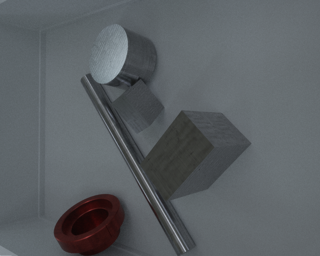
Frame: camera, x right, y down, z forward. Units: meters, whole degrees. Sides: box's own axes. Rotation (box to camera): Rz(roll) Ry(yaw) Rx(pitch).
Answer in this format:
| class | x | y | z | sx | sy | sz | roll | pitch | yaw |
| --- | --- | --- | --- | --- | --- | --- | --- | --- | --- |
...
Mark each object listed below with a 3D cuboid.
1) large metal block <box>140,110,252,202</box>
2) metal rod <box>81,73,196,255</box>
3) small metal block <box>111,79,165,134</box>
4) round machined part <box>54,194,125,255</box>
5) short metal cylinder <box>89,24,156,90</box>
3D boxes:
| class | x | y | z | sx | sy | sz | roll | pitch | yaw |
| --- | --- | --- | --- | --- | --- | --- | --- | --- | --- |
| large metal block | 0.039 | 0.028 | 0.337 | 0.050 | 0.081 | 0.080 | 51 | 120 | 27 |
| metal rod | -0.042 | 0.036 | 0.438 | 0.025 | 0.025 | 0.299 | -47 | 62 | 29 |
| small metal block | -0.027 | -0.028 | 0.399 | 0.025 | 0.050 | 0.050 | -32 | 103 | 35 |
| round machined part | -0.096 | 0.142 | 0.445 | 0.098 | 0.099 | 0.042 | -2 | 118 | 39 |
| short metal cylinder | -0.052 | -0.094 | 0.425 | 0.080 | 0.050 | 0.080 | -8 | 77 | 42 |
